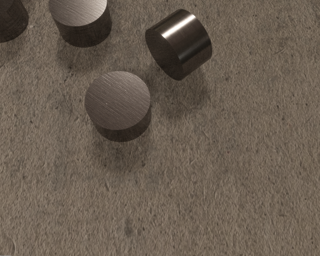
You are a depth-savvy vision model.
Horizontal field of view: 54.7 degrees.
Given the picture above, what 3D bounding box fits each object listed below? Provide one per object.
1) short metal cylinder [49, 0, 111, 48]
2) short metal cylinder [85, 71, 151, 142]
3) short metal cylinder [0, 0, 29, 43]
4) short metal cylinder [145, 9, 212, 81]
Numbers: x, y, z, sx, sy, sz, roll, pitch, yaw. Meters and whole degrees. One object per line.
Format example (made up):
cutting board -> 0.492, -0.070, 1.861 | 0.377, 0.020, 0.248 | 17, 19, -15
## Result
short metal cylinder -> -0.114, -0.166, 0.454 | 0.081, 0.050, 0.080 | 0, 70, 0
short metal cylinder -> -0.052, -0.027, 0.404 | 0.081, 0.050, 0.080 | 0, 70, 0
short metal cylinder -> -0.244, -0.173, 0.455 | 0.081, 0.050, 0.080 | 0, 70, 0
short metal cylinder -> 0.025, -0.112, 0.420 | 0.050, 0.080, 0.080 | -38, 75, -13
